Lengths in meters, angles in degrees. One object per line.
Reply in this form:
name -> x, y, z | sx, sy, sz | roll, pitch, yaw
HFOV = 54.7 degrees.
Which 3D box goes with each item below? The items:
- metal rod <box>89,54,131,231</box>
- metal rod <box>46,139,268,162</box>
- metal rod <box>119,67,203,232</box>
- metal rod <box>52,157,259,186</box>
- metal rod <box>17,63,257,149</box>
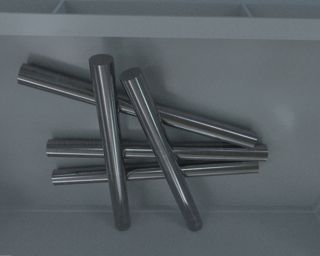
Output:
metal rod -> -0.060, 0.044, 0.410 | 0.025, 0.025, 0.298 | 0, 130, -1
metal rod -> -0.002, 0.031, 0.433 | 0.302, 0.025, 0.025 | 1, 130, -2
metal rod -> 0.014, 0.051, 0.418 | 0.025, 0.025, 0.299 | -14, 129, 11
metal rod -> -0.008, 0.064, 0.462 | 0.302, 0.025, 0.025 | -4, 130, 2
metal rod -> -0.016, -0.023, 0.387 | 0.302, 0.025, 0.025 | 15, 128, -14
